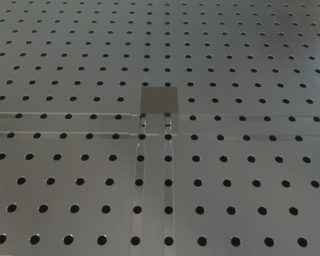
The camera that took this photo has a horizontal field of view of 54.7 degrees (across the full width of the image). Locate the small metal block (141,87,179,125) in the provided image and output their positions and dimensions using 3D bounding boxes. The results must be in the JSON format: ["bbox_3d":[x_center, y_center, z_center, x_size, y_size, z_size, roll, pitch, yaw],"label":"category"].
[{"bbox_3d":[-0.001,-0.032,0.434,0.050,0.025,0.050,0,50,-1],"label":"small metal block"}]
